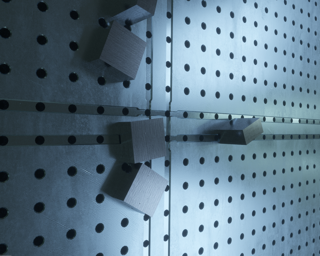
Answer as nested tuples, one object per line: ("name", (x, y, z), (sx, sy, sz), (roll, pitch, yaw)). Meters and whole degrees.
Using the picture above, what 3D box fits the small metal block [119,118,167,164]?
("small metal block", (-0.021, 0.014, 0.391), (0.050, 0.025, 0.050), (-9, 96, -40))

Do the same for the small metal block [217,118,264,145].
("small metal block", (0.129, 0.005, 0.500), (0.050, 0.050, 0.025), (-28, 108, -36))

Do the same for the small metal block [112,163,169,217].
("small metal block", (-0.023, 0.077, 0.389), (0.050, 0.025, 0.050), (40, 66, -33))

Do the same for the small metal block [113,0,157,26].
("small metal block", (-0.027, -0.156, 0.369), (0.025, 0.050, 0.050), (19, 78, -39))

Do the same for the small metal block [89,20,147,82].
("small metal block", (-0.049, -0.090, 0.367), (0.050, 0.025, 0.050), (27, 73, -37))
